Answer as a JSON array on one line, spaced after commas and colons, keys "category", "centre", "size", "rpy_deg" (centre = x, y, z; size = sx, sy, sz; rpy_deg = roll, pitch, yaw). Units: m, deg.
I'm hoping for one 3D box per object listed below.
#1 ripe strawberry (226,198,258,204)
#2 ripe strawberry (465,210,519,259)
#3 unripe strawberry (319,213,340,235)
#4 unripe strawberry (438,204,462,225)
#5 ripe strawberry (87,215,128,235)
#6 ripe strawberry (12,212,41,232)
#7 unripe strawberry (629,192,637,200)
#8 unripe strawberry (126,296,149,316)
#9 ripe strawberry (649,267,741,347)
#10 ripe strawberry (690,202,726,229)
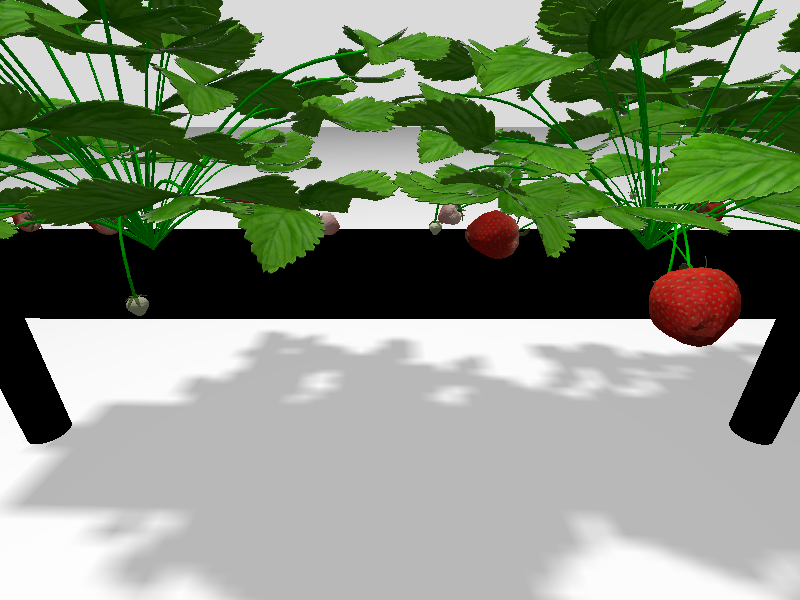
[{"category": "ripe strawberry", "centre": [-0.183, -0.117, 0.472], "size": [0.039, 0.035, 0.036], "rpy_deg": [8, 26, 16]}, {"category": "ripe strawberry", "centre": [0.075, -0.054, 0.332], "size": [0.041, 0.040, 0.045], "rpy_deg": [-5, 26, -9]}, {"category": "unripe strawberry", "centre": [-0.072, -0.076, 0.406], "size": [0.022, 0.022, 0.021], "rpy_deg": [21, 16, -27]}, {"category": "unripe strawberry", "centre": [0.054, -0.093, 0.434], "size": [0.026, 0.025, 0.028], "rpy_deg": [-16, 14, 33]}, {"category": "ripe strawberry", "centre": [-0.295, -0.081, 0.402], "size": [0.031, 0.031, 0.034], "rpy_deg": [16, 29, 31]}, {"category": "ripe strawberry", "centre": [-0.386, -0.084, 0.413], "size": [0.024, 0.026, 0.022], "rpy_deg": [8, 26, 18]}, {"category": "unripe strawberry", "centre": [0.298, -0.133, 0.512], "size": [0.009, 0.010, 0.010], "rpy_deg": [10, 27, 21]}, {"category": "unripe strawberry", "centre": [-0.149, 0.004, 0.227], "size": [0.011, 0.011, 0.010], "rpy_deg": [-12, 28, -25]}, {"category": "ripe strawberry", "centre": [0.153, 0.005, 0.210], "size": [0.040, 0.042, 0.044], "rpy_deg": [11, 41, 21]}, {"category": "ripe strawberry", "centre": [0.330, -0.095, 0.429], "size": [0.036, 0.035, 0.033], "rpy_deg": [-17, 30, -33]}]
